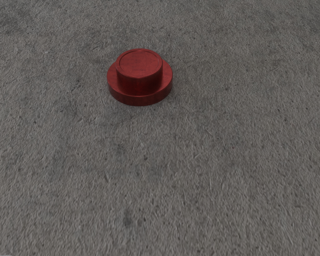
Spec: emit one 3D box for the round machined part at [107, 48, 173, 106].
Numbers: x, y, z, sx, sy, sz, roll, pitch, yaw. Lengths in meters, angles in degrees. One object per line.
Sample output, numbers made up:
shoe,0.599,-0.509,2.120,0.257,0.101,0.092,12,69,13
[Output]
round machined part,-0.030,-0.082,0.461,0.099,0.042,0.098,0,50,0
